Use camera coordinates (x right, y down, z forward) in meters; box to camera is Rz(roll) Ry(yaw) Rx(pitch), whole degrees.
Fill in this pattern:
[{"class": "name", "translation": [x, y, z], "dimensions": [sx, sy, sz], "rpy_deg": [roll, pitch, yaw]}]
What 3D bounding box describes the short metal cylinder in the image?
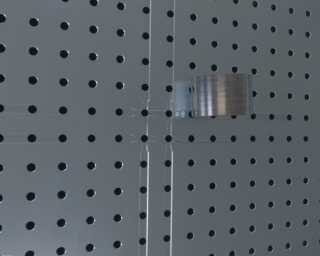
[{"class": "short metal cylinder", "translation": [0.082, -0.041, 0.413], "dimensions": [0.081, 0.080, 0.050], "rpy_deg": [-2, 91, -20]}]
